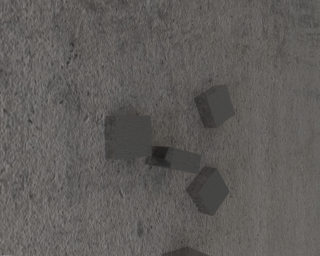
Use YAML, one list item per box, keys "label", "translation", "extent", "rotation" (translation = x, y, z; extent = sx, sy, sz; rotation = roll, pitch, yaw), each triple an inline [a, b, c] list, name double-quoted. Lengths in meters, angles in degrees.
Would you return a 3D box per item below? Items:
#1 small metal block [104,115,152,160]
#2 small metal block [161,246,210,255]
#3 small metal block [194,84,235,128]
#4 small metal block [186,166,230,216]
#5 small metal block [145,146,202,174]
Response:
- label: "small metal block"
  translation: [-0.038, 0.010, 0.373]
  extent: [0.050, 0.025, 0.050]
  rotation: [-2, 92, -40]
- label: "small metal block"
  translation: [0.037, 0.186, 0.420]
  extent: [0.050, 0.050, 0.025]
  rotation: [1, 89, -40]
- label: "small metal block"
  translation: [0.085, -0.033, 0.475]
  extent: [0.050, 0.025, 0.050]
  rotation: [-33, 111, -35]
- label: "small metal block"
  translation: [0.073, 0.094, 0.466]
  extent: [0.050, 0.025, 0.050]
  rotation: [-46, 117, -30]
- label: "small metal block"
  translation: [0.017, 0.041, 0.402]
  extent: [0.050, 0.050, 0.025]
  rotation: [18, 79, -39]
